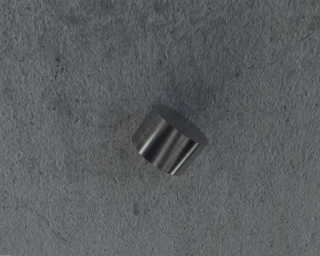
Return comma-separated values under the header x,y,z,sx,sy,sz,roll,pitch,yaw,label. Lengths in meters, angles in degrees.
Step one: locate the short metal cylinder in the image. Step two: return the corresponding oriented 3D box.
x,y,z,sx,sy,sz,roll,pitch,yaw,label
0.012,0.014,0.385,0.080,0.080,0.050,33,107,-12,short metal cylinder
